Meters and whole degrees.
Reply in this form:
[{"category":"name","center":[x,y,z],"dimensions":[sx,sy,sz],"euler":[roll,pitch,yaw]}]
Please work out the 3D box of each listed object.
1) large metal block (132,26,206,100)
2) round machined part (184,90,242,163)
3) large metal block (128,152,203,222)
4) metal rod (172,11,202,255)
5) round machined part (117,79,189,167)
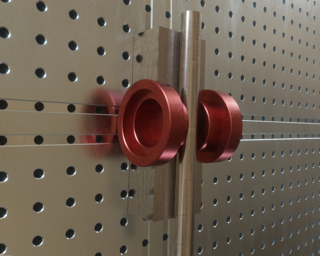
[{"category":"large metal block","center":[0.012,-0.078,0.403],"dimensions":[0.081,0.050,0.080],"euler":[3,88,-40]},{"category":"round machined part","center":[0.057,-0.002,0.409],"dimensions":[0.042,0.098,0.097],"euler":[2,89,-35]},{"category":"large metal block","center":[0.008,0.069,0.399],"dimensions":[0.081,0.050,0.080],"euler":[4,88,-40]},{"category":"metal rod","center":[0.033,0.012,0.371],"dimensions":[0.025,0.025,0.298],"euler":[3,88,-40]},{"category":"round machined part","center":[-0.005,-0.005,0.356],"dimensions":[0.042,0.098,0.097],"euler":[3,89,-40]}]
